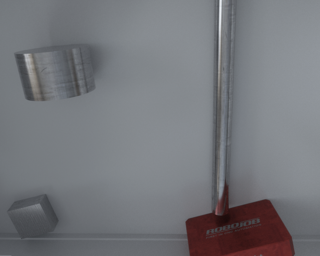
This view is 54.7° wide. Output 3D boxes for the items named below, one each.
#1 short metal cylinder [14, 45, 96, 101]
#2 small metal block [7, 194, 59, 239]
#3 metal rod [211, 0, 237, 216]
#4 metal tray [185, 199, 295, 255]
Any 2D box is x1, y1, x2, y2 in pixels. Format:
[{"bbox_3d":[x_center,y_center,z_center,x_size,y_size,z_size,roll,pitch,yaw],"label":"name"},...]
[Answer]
[{"bbox_3d":[-0.118,-0.066,0.356,0.080,0.080,0.050,-5,110,1],"label":"short metal cylinder"},{"bbox_3d":[-0.186,0.131,0.457,0.050,0.025,0.050,-15,110,5],"label":"small metal block"},{"bbox_3d":[0.082,-0.018,0.405,0.025,0.025,0.298,-3,110,0],"label":"metal rod"},{"bbox_3d":[0.106,0.152,0.434,0.131,0.090,0.030,-16,110,5],"label":"metal tray"}]
